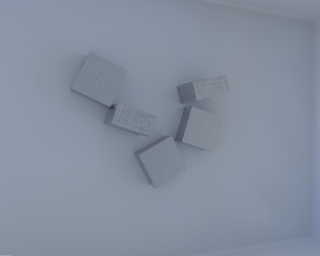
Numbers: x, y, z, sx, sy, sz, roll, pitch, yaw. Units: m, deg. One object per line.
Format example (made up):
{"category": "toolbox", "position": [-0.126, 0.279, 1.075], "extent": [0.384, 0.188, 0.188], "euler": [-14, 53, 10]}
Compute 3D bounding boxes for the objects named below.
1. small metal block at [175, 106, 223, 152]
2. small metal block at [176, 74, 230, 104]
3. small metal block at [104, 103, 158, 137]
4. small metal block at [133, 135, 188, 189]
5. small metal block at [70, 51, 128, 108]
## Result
{"category": "small metal block", "position": [0.054, 0.002, 0.432], "extent": [0.050, 0.025, 0.050], "euler": [19, 84, -20]}
{"category": "small metal block", "position": [0.058, -0.052, 0.420], "extent": [0.050, 0.050, 0.025], "euler": [-16, 96, -20]}
{"category": "small metal block", "position": [-0.038, -0.009, 0.384], "extent": [0.050, 0.050, 0.025], "euler": [19, 84, -20]}
{"category": "small metal block", "position": [0.001, 0.044, 0.412], "extent": [0.050, 0.025, 0.050], "euler": [-30, 100, -18]}
{"category": "small metal block", "position": [-0.076, -0.058, 0.383], "extent": [0.050, 0.025, 0.050], "euler": [27, 81, -19]}
